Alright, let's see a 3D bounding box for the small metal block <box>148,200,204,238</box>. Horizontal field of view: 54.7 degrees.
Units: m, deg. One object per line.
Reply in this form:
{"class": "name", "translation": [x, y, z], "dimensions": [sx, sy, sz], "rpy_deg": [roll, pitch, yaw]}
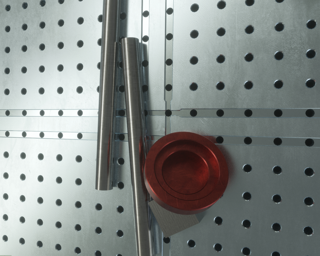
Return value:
{"class": "small metal block", "translation": [0.021, 0.107, 0.405], "dimensions": [0.050, 0.025, 0.050], "rpy_deg": [-30, 81, 17]}

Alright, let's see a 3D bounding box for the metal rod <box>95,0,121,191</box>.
{"class": "metal rod", "translation": [-0.072, -0.063, 0.436], "dimensions": [0.025, 0.025, 0.298], "rpy_deg": [3, 91, 19]}

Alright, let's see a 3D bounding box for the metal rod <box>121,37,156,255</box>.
{"class": "metal rod", "translation": [-0.030, 0.028, 0.422], "dimensions": [0.025, 0.025, 0.298], "rpy_deg": [-5, 88, 19]}

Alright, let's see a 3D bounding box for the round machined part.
{"class": "round machined part", "translation": [0.029, 0.056, 0.376], "dimensions": [0.099, 0.042, 0.098], "rpy_deg": [3, 60, -6]}
